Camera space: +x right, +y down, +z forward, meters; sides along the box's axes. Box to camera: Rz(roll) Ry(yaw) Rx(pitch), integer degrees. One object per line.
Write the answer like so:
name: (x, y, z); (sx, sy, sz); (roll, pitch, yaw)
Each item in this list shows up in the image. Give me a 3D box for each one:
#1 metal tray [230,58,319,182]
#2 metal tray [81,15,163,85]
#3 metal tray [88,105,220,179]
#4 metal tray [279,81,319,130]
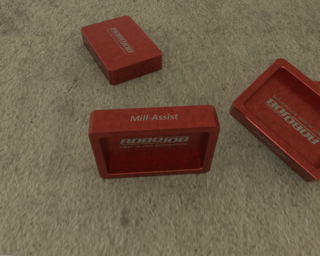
metal tray: (0.162, -0.011, 0.372); (0.090, 0.030, 0.130); (-44, 76, -9)
metal tray: (-0.065, -0.132, 0.510); (0.091, 0.030, 0.130); (-22, 54, -18)
metal tray: (-0.006, 0.018, 0.345); (0.131, 0.089, 0.030); (-3, 50, -3)
metal tray: (0.229, -0.022, 0.422); (0.131, 0.030, 0.090); (7, 50, 5)
